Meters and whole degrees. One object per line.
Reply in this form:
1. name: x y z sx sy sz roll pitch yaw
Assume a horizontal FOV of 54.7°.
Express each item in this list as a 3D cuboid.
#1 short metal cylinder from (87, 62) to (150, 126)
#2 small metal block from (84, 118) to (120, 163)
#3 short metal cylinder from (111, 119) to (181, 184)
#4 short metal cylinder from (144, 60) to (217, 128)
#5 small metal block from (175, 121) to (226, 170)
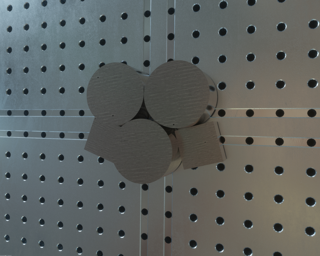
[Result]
1. short metal cylinder: -0.049 -0.043 0.413 0.080 0.050 0.079 0 90 20
2. small metal block: -0.072 0.015 0.434 0.050 0.025 0.050 22 97 18
3. short metal cylinder: -0.015 0.028 0.401 0.080 0.050 0.079 0 90 20
4. short metal cylinder: 0.027 -0.040 0.386 0.080 0.050 0.079 0 90 20
5. small metal block: 0.051 0.022 0.391 0.050 0.025 0.050 -15 85 19
